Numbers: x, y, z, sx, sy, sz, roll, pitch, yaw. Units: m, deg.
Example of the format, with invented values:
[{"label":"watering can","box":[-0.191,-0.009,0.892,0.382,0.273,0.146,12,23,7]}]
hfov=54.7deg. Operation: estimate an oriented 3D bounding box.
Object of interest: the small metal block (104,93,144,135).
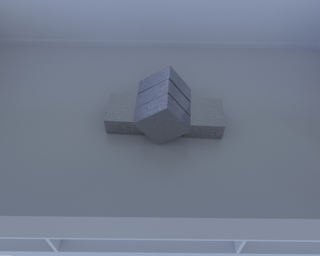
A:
[{"label":"small metal block","box":[-0.045,-0.019,0.419,0.050,0.025,0.050,3,50,2]}]

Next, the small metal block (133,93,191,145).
[{"label":"small metal block","box":[0.003,-0.010,0.382,0.050,0.050,0.025,-24,43,28]}]

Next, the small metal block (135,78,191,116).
[{"label":"small metal block","box":[0.005,-0.029,0.398,0.050,0.050,0.025,-24,43,28]}]

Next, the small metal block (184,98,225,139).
[{"label":"small metal block","box":[0.058,-0.014,0.416,0.050,0.025,0.050,2,50,1]}]

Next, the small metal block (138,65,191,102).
[{"label":"small metal block","box":[0.007,-0.049,0.414,0.050,0.050,0.025,-23,43,28]}]
